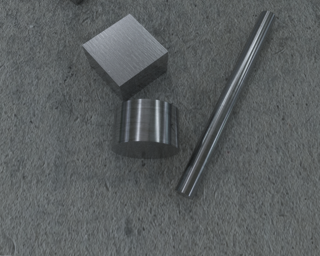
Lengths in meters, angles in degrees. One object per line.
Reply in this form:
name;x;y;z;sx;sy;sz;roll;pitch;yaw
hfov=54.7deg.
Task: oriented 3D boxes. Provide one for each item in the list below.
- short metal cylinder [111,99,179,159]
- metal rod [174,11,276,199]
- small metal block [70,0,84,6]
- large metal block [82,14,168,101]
short metal cylinder;-0.017;0.004;0.377;0.081;0.080;0.050;1;70;0
metal rod;0.096;-0.044;0.425;0.025;0.025;0.300;26;72;8
small metal block;-0.135;-0.231;0.491;0.050;0.025;0.050;37;74;12
large metal block;-0.046;-0.096;0.429;0.080;0.050;0.080;-39;75;-13
